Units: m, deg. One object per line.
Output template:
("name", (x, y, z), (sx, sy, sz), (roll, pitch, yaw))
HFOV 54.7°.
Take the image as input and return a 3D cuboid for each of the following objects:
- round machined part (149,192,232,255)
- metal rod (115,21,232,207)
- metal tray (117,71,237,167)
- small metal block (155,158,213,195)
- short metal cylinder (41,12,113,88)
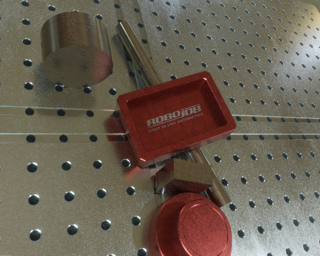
("round machined part", (0.041, 0.119, 0.348), (0.099, 0.042, 0.098), (14, 56, -21))
("metal rod", (0.012, -0.028, 0.433), (0.025, 0.025, 0.299), (-17, 71, -35))
("metal tray", (0.020, -0.014, 0.397), (0.131, 0.030, 0.090), (-18, 72, -15))
("small metal block", (0.028, 0.061, 0.371), (0.050, 0.050, 0.025), (13, 56, -22))
("short metal cylinder", (-0.101, -0.092, 0.376), (0.081, 0.080, 0.050), (1, 62, -28))
